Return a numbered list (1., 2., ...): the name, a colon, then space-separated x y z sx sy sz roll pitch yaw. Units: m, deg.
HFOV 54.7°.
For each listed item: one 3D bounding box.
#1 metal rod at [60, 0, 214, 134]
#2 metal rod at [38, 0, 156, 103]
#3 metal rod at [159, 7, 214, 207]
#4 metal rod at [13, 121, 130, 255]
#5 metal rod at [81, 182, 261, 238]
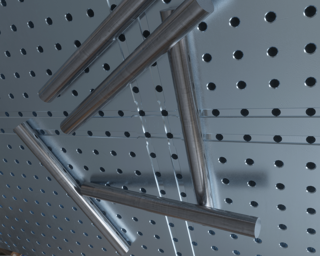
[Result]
1. metal rod: -0.052 -0.058 0.380 0.025 0.025 0.299 51 134 -8
2. metal rod: -0.070 -0.110 0.377 0.299 0.025 0.025 -31 101 37
3. metal rod: 0.041 0.005 0.391 0.025 0.025 0.298 2 119 27
4. metal rod: -0.154 0.114 0.560 0.025 0.025 0.299 -29 103 37
5. metal rod: -0.005 0.114 0.460 0.300 0.025 0.025 3 120 34
